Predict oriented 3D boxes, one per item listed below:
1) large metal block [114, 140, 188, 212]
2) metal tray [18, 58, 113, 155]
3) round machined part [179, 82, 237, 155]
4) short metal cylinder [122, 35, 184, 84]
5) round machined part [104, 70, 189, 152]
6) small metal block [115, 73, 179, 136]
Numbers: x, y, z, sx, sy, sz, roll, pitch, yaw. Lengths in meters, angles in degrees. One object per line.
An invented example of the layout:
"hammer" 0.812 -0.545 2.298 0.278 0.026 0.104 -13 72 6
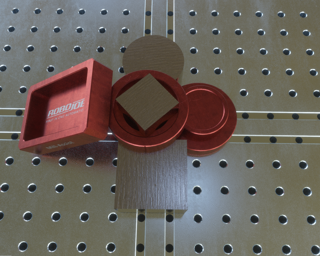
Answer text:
"large metal block" -0.009 0.059 0.374 0.080 0.050 0.080 1 70 0
"metal tray" -0.117 -0.022 0.378 0.130 0.030 0.090 -13 66 34
"round machined part" 0.052 -0.017 0.408 0.099 0.042 0.098 0 70 0
"short metal cylinder" -0.009 -0.079 0.427 0.081 0.050 0.080 0 70 0
"round machined part" -0.016 -0.018 0.378 0.099 0.042 0.098 0 70 0
"small metal block" -0.014 -0.026 0.355 0.050 0.025 0.050 -40 75 -13
